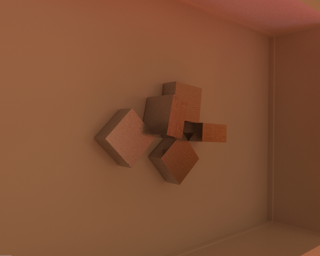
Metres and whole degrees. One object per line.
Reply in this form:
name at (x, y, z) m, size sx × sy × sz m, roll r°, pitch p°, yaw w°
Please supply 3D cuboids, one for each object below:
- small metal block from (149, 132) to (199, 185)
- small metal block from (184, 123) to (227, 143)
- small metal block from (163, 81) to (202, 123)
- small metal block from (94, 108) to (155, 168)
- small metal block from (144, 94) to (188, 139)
small metal block at (0.020, 0.041, 0.423) m, size 0.050 × 0.025 × 0.050 m, roll -48°, pitch 119°, yaw -29°
small metal block at (0.058, 0.007, 0.439) m, size 0.050 × 0.050 × 0.025 m, roll 4°, pitch 88°, yaw -40°
small metal block at (0.030, -0.034, 0.432) m, size 0.050 × 0.025 × 0.050 m, roll 8°, pitch 85°, yaw -40°
small metal block at (-0.041, 0.012, 0.372) m, size 0.050 × 0.025 × 0.050 m, roll -53°, pitch 121°, yaw -27°
small metal block at (0.005, -0.014, 0.394) m, size 0.025 × 0.050 × 0.050 m, roll 16°, pitch 80°, yaw -39°
